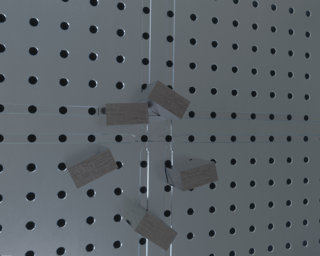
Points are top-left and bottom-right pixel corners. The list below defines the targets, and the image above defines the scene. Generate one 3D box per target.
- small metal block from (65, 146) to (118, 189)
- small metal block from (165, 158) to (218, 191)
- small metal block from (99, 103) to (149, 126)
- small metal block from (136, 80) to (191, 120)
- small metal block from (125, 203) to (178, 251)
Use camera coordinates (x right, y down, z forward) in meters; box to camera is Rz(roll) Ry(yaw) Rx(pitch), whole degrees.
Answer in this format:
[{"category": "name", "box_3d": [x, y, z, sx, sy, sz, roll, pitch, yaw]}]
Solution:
[{"category": "small metal block", "box_3d": [-0.083, 0.045, 0.369, 0.050, 0.050, 0.025, -26, 99, -18]}, {"category": "small metal block", "box_3d": [0.041, 0.061, 0.414, 0.050, 0.050, 0.025, -13, 95, -20]}, {"category": "small metal block", "box_3d": [-0.046, -0.017, 0.382, 0.050, 0.050, 0.025, -3, 91, -20]}, {"category": "small metal block", "box_3d": [0.003, -0.034, 0.400, 0.050, 0.050, 0.025, 32, 80, -17]}, {"category": "small metal block", "box_3d": [-0.013, 0.124, 0.395, 0.050, 0.050, 0.025, 38, 78, -16]}]
